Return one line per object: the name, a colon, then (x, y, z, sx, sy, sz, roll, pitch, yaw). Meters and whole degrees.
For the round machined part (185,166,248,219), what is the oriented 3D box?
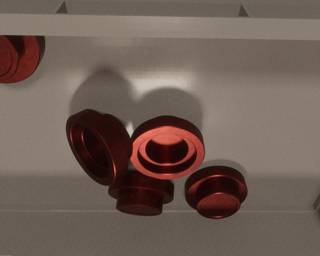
round machined part: (0.090, 0.108, 0.492, 0.099, 0.042, 0.097, -1, 130, 0)

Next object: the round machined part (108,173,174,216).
round machined part: (-0.029, 0.104, 0.464, 0.099, 0.042, 0.098, 4, 153, 2)

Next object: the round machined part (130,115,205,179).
round machined part: (0.009, 0.022, 0.417, 0.099, 0.042, 0.097, -1, 130, 0)

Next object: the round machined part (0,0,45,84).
round machined part: (-0.176, -0.087, 0.321, 0.099, 0.042, 0.097, -1, 130, 0)

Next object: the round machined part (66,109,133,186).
round machined part: (-0.073, 0.020, 0.392, 0.098, 0.042, 0.097, 28, 133, 34)
